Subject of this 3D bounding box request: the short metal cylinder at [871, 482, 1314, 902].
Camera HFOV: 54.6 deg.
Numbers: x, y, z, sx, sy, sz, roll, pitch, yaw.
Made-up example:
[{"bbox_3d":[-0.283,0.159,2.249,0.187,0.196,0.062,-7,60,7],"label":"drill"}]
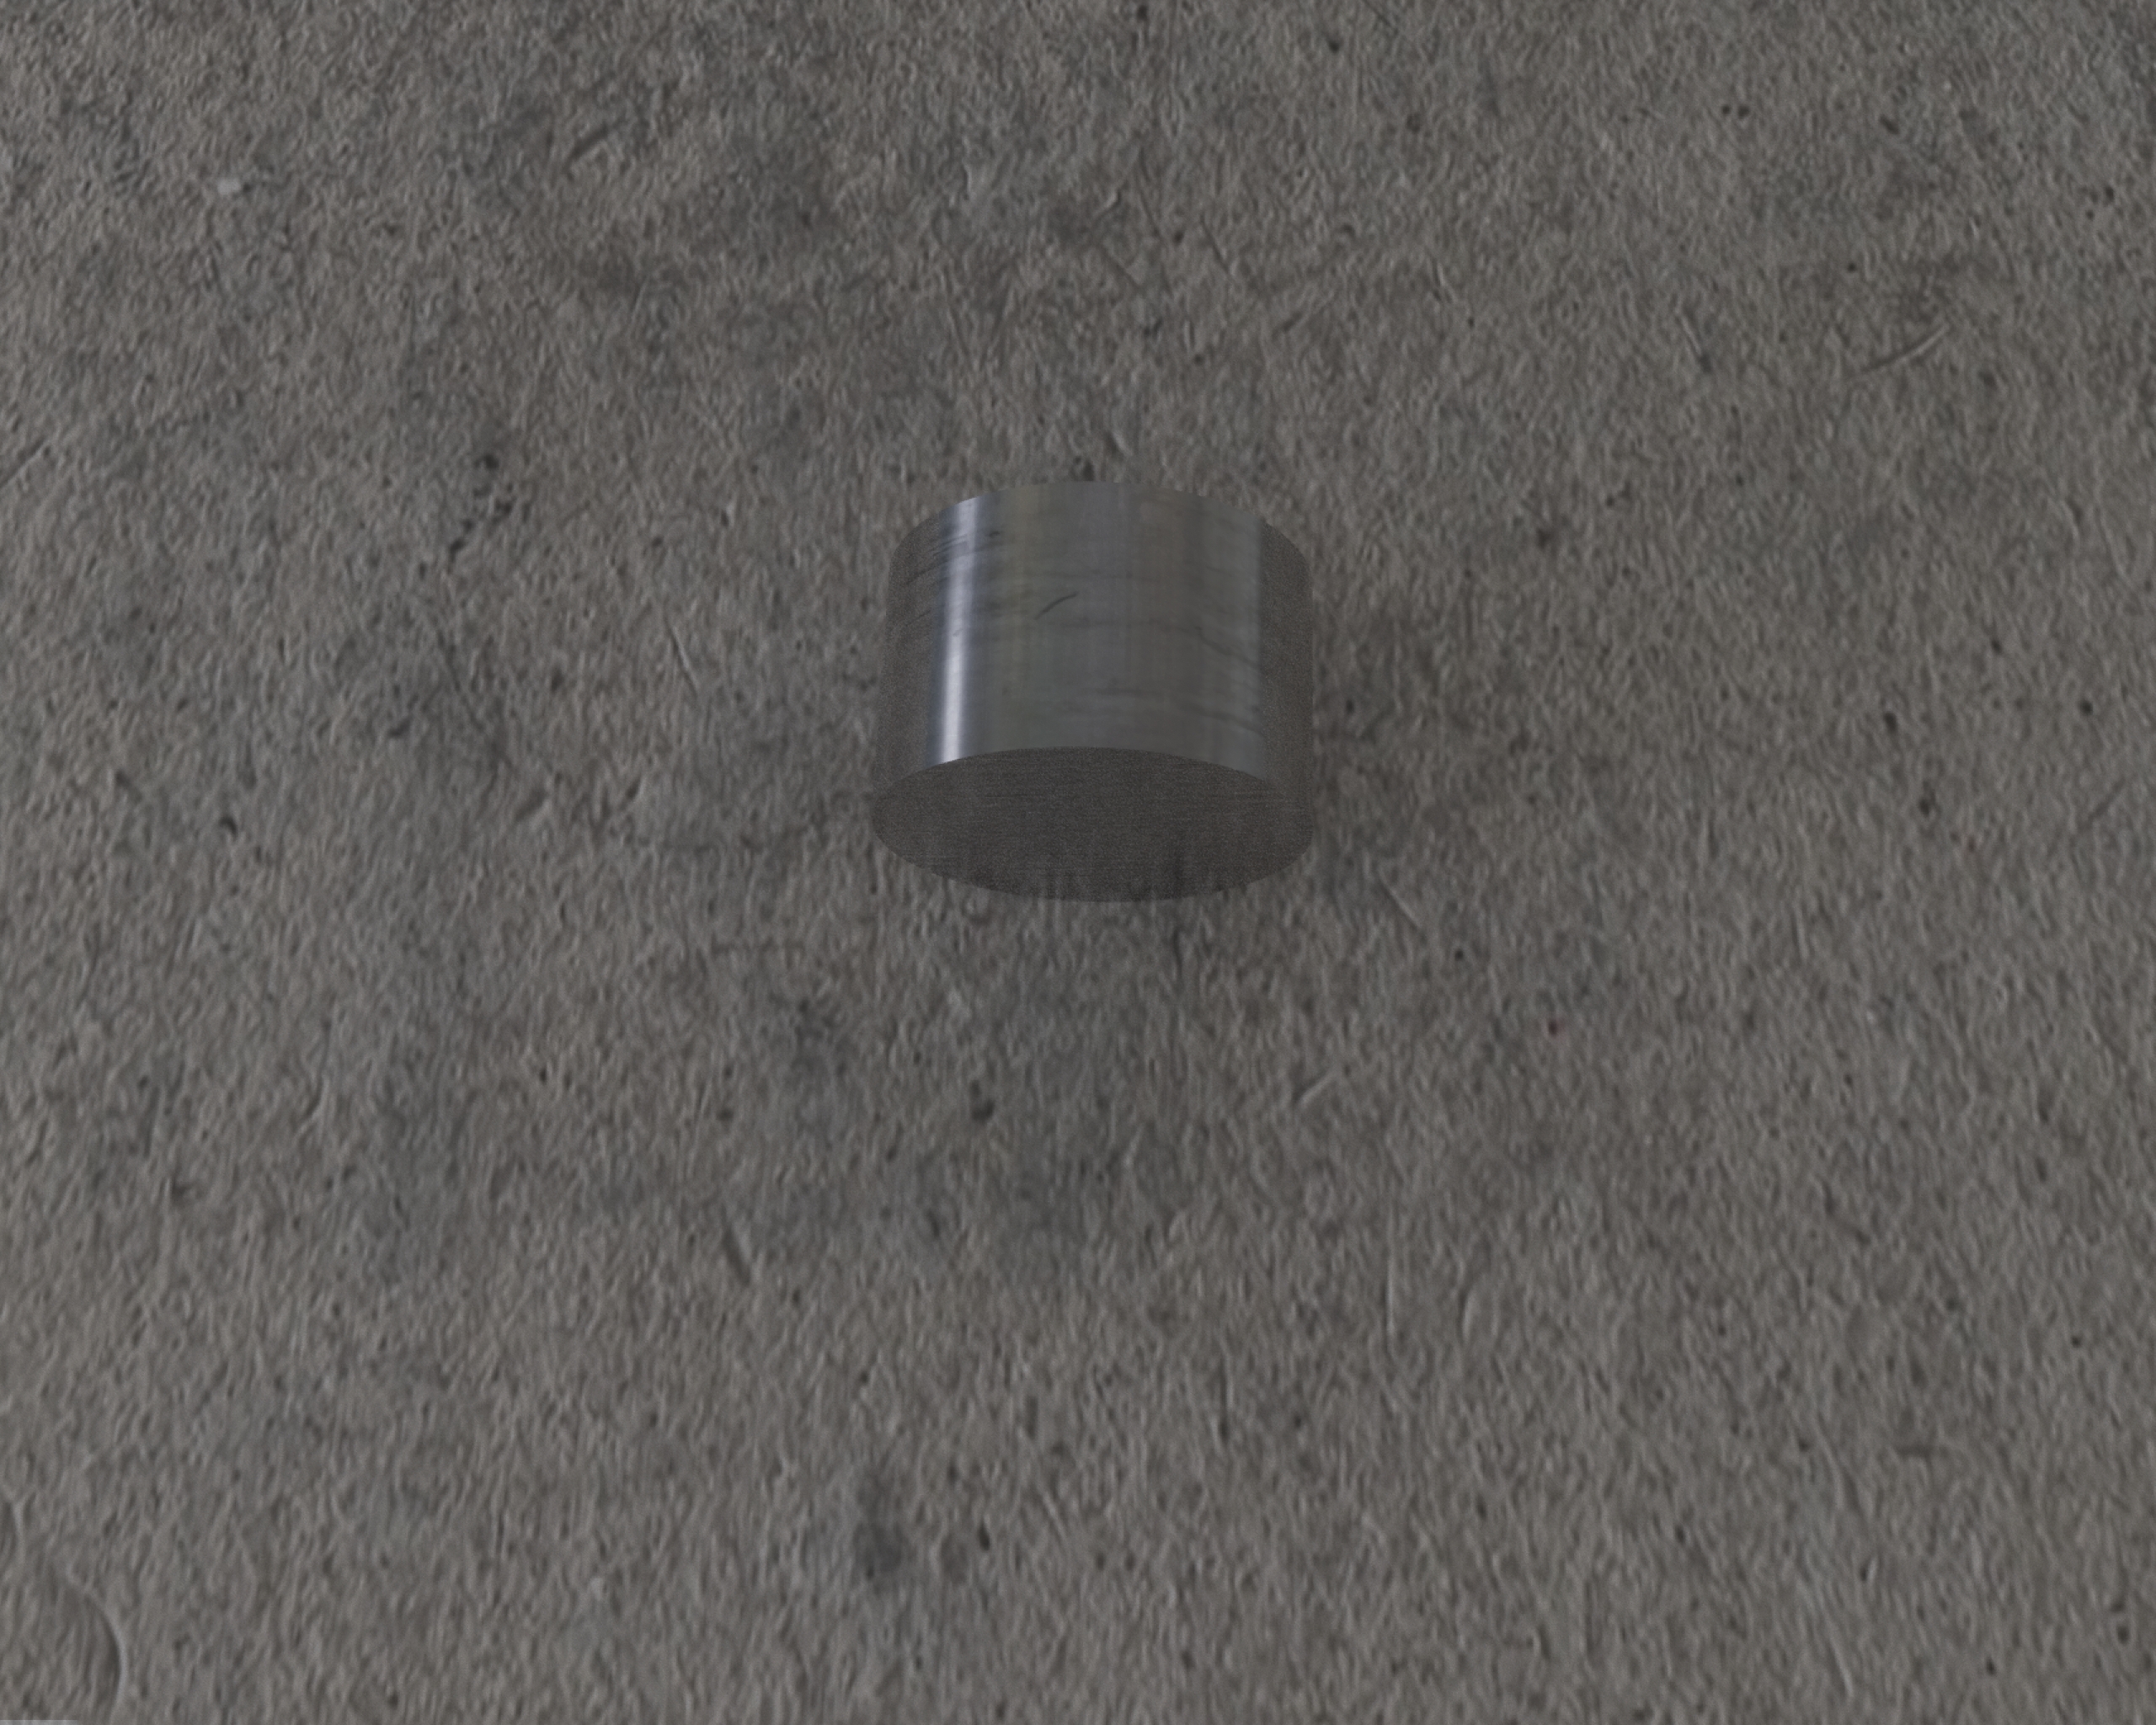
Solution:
[{"bbox_3d":[0.003,-0.029,0.390,0.080,0.080,0.050,2,70,1],"label":"short metal cylinder"}]
